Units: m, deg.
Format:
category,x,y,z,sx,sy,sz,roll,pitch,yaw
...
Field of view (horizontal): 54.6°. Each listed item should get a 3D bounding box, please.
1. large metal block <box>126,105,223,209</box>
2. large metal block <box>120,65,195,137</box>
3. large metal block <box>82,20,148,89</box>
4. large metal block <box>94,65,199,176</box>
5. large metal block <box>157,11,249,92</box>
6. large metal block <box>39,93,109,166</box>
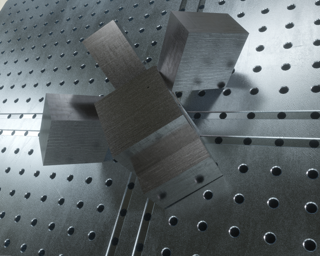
category,x,y,z,sx,sy,sz,roll,pitch,yaw
large metal block,0.014,0.034,0.364,0.080,0.050,0.080,-31,50,7
large metal block,-0.013,-0.023,0.415,0.080,0.050,0.080,-33,51,6
large metal block,-0.059,-0.104,0.449,0.050,0.080,0.080,-33,12,7
large metal block,-0.016,-0.008,0.341,0.080,0.050,0.080,-32,52,6
large metal block,0.050,-0.094,0.385,0.081,0.080,0.050,-7,47,-24
large metal block,-0.111,0.003,0.411,0.050,0.081,0.080,62,140,39
